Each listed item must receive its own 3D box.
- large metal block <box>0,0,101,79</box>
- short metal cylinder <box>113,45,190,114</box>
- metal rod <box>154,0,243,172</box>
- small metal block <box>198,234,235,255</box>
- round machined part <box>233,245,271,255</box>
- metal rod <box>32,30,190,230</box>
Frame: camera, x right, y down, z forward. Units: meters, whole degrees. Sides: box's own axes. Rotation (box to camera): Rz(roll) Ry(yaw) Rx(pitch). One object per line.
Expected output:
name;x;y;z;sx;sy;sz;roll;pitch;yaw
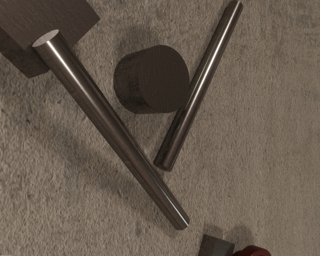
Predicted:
large metal block;-0.118;-0.105;0.290;0.080;0.050;0.080;49;61;-29
short metal cylinder;-0.010;-0.057;0.382;0.081;0.050;0.079;0;90;-40
metal rod;0.064;-0.074;0.460;0.025;0.025;0.300;40;66;-33
small metal block;0.086;0.197;0.480;0.050;0.025;0.050;30;71;-36
round machined part;0.147;0.247;0.521;0.099;0.042;0.097;0;90;-40
metal rod;-0.032;0.029;0.344;0.025;0.025;0.299;-53;132;-27
